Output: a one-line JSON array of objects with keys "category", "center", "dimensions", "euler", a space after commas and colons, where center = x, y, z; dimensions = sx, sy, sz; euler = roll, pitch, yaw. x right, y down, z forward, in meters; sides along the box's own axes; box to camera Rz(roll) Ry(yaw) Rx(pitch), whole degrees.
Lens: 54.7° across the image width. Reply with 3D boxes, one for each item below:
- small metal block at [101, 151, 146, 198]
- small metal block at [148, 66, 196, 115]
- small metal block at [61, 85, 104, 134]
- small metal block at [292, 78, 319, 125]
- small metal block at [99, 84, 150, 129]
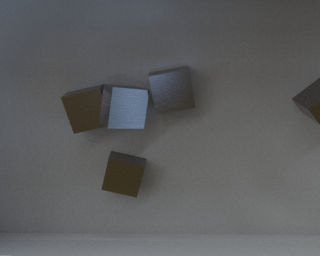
[{"category": "small metal block", "center": [-0.050, 0.065, 0.435], "dimensions": [0.050, 0.025, 0.050], "euler": [14, 110, -5]}, {"category": "small metal block", "center": [0.015, -0.048, 0.393], "dimensions": [0.050, 0.025, 0.050], "euler": [-10, 110, 3]}, {"category": "small metal block", "center": [-0.092, -0.025, 0.401], "dimensions": [0.050, 0.025, 0.050], "euler": [-13, 110, 4]}, {"category": "small metal block", "center": [0.202, -0.037, 0.386], "dimensions": [0.050, 0.050, 0.025], "euler": [-40, 106, 13]}, {"category": "small metal block", "center": [-0.044, -0.026, 0.386], "dimensions": [0.050, 0.025, 0.050], "euler": [0, 105, -35]}]
